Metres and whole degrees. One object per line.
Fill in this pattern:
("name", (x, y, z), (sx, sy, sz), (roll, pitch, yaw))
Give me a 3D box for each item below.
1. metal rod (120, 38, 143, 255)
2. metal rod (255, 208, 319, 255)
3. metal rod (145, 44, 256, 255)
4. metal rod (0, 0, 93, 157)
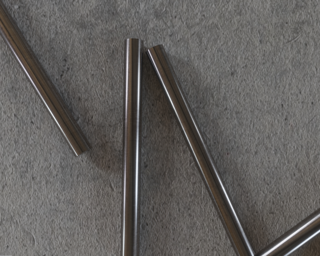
("metal rod", (-0.037, 0.034, 0.409), (0.025, 0.025, 0.298), (1, 90, 0))
("metal rod", (0.174, 0.150, 0.411), (0.301, 0.025, 0.025), (-36, 90, 0))
("metal rod", (0.053, 0.032, 0.410), (0.025, 0.025, 0.299), (-24, 90, 0))
("metal rod", (-0.178, -0.095, 0.408), (0.025, 0.025, 0.299), (-31, 90, 0))
